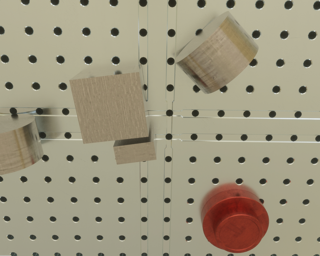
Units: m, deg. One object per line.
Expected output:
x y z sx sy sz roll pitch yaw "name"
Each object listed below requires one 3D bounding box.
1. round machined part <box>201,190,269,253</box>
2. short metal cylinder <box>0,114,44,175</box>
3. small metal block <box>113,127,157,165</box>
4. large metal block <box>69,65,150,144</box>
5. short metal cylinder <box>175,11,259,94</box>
0.113 0.144 0.458 0.099 0.042 0.097 0 110 0 "round machined part"
-0.194 0.018 0.389 0.080 0.080 0.050 -5 110 2 "short metal cylinder"
-0.031 0.023 0.408 0.050 0.050 0.025 -7 110 2 "small metal block"
-0.059 -0.031 0.388 0.080 0.050 0.079 -6 110 2 "large metal block"
0.063 -0.085 0.353 0.080 0.080 0.050 -42 105 14 "short metal cylinder"
